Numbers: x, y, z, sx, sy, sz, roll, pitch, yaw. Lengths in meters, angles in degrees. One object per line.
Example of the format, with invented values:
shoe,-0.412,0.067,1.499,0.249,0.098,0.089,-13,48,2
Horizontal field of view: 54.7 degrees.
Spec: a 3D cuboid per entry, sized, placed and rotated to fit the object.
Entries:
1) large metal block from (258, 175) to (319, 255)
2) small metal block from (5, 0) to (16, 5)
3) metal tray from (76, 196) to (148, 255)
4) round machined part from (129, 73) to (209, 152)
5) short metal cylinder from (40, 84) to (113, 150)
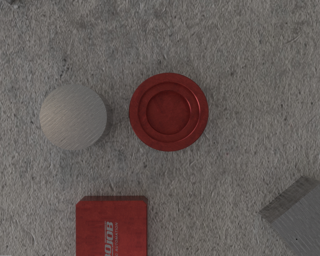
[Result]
large metal block,0.191,0.121,0.399,0.080,0.050,0.080,-40,90,0
small metal block,-0.203,-0.202,0.408,0.050,0.025,0.050,45,90,0
metal tray,-0.062,0.157,0.407,0.091,0.030,0.129,0,90,0
round machined part,0.011,-0.020,0.402,0.099,0.042,0.097,0,90,0
short metal cylinder,-0.104,-0.013,0.397,0.081,0.050,0.080,0,90,0
